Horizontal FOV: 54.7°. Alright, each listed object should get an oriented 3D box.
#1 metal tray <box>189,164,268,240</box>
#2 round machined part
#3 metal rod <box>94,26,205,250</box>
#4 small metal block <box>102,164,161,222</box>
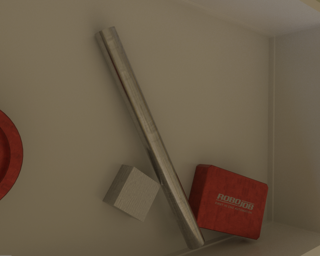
[{"bbox_3d":[0.107,0.116,0.481,0.131,0.030,0.090,21,76,-28],"label":"metal tray"},{"bbox_3d":[-0.170,0.023,0.254,0.099,0.042,0.097,0,90,-41],"label":"round machined part"},{"bbox_3d":[-0.007,0.023,0.388,0.025,0.025,0.299,-32,106,-36],"label":"metal rod"},{"bbox_3d":[-0.034,0.080,0.380,0.050,0.025,0.050,41,65,-33],"label":"small metal block"}]
